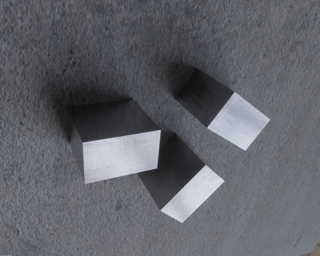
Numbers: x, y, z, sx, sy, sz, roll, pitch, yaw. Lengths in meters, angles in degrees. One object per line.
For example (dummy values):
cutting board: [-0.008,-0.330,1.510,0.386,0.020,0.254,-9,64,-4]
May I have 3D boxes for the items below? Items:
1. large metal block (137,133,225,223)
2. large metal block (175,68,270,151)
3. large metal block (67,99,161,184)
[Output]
large metal block: [0.026,0.067,0.427,0.080,0.080,0.050,-46,129,4]
large metal block: [0.079,-0.024,0.399,0.080,0.080,0.050,28,103,-38]
large metal block: [-0.054,0.010,0.348,0.081,0.080,0.050,-9,123,-24]
